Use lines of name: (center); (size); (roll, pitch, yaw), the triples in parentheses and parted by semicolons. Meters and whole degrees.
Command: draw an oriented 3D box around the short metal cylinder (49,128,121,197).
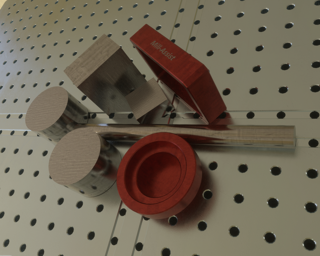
short metal cylinder: (-0.100, 0.046, 0.416); (0.080, 0.050, 0.080); (-13, 56, 21)

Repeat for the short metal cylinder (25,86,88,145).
short metal cylinder: (-0.162, -0.018, 0.488); (0.080, 0.050, 0.080); (-13, 56, 21)

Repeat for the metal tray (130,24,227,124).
metal tray: (0.022, -0.070, 0.398); (0.030, 0.090, 0.130); (-43, 51, -1)

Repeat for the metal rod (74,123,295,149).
metal rod: (0.010, 0.007, 0.398); (0.300, 0.025, 0.025); (1, 62, 28)

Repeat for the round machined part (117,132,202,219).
round machined part: (0.003, 0.057, 0.361); (0.098, 0.042, 0.098); (-13, 56, 21)

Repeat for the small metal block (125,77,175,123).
small metal block: (-0.015, -0.036, 0.439); (0.050, 0.025, 0.050); (-34, 51, 6)

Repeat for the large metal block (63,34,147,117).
large metal block: (-0.079, -0.077, 0.462); (0.080, 0.080, 0.050); (-44, 52, -2)
